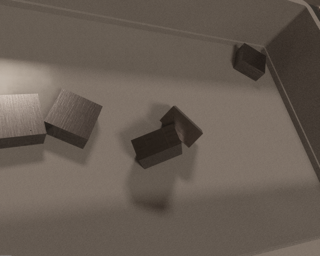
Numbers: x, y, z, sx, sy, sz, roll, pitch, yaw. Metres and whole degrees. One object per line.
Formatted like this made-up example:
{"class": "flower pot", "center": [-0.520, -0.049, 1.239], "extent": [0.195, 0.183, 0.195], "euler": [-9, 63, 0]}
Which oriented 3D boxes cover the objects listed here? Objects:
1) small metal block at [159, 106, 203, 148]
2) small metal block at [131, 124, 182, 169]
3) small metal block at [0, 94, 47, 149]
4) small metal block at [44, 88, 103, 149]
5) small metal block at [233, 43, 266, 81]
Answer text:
{"class": "small metal block", "center": [0.029, -0.003, 0.407], "extent": [0.050, 0.025, 0.050], "euler": [43, 7, 1]}
{"class": "small metal block", "center": [-0.002, 0.023, 0.364], "extent": [0.050, 0.050, 0.025], "euler": [-22, 71, -3]}
{"class": "small metal block", "center": [-0.153, -0.008, 0.328], "extent": [0.050, 0.025, 0.050], "euler": [-7, 65, -31]}
{"class": "small metal block", "center": [-0.101, -0.011, 0.359], "extent": [0.050, 0.025, 0.050], "euler": [25, 53, -14]}
{"class": "small metal block", "center": [0.167, -0.122, 0.573], "extent": [0.050, 0.025, 0.050], "euler": [27, 52, -12]}
